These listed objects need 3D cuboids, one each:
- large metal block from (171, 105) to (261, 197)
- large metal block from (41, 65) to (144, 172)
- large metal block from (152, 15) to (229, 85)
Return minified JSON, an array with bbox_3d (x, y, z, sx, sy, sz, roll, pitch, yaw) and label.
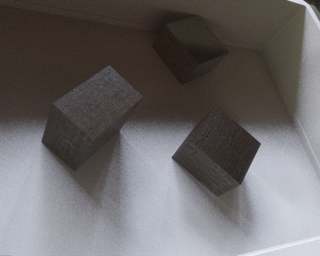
[{"bbox_3d":[0.076,0.030,0.414,0.080,0.050,0.080,41,51,0],"label":"large metal block"},{"bbox_3d":[-0.074,-0.009,0.337,0.050,0.080,0.080,43,51,1],"label":"large metal block"},{"bbox_3d":[0.049,-0.126,0.494,0.081,0.050,0.080,-29,78,-38],"label":"large metal block"}]
